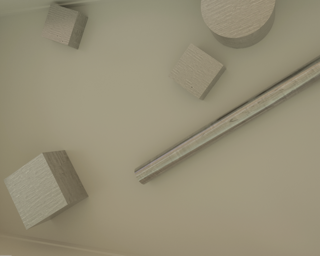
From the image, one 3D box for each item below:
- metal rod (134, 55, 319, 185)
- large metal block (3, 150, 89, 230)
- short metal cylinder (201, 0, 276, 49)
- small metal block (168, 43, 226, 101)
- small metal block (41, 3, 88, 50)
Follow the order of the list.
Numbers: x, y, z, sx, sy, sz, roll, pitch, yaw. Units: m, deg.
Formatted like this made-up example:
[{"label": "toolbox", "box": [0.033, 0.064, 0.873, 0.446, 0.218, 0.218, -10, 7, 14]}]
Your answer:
[{"label": "metal rod", "box": [0.094, -0.013, 0.376, 0.300, 0.025, 0.025, -33, 80, 16]}, {"label": "large metal block", "box": [-0.166, 0.088, 0.454, 0.080, 0.050, 0.080, -33, 80, 16]}, {"label": "short metal cylinder", "box": [0.093, -0.139, 0.364, 0.080, 0.050, 0.079, 0, 90, 19]}, {"label": "small metal block", "box": [0.047, -0.071, 0.393, 0.050, 0.025, 0.050, 39, 102, 15]}, {"label": "small metal block", "box": [-0.141, -0.150, 0.459, 0.050, 0.025, 0.050, 22, 97, 18]}]
